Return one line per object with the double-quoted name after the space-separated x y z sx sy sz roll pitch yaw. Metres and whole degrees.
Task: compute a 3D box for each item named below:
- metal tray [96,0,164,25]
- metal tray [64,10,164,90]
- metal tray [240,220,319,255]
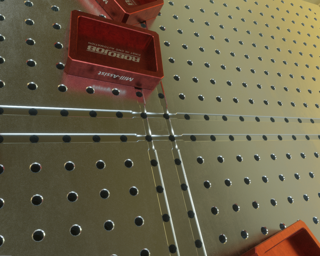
-0.067 -0.231 0.508 0.130 0.030 0.091 50 51 7 "metal tray"
-0.063 -0.108 0.436 0.131 0.030 0.090 8 58 -24 "metal tray"
0.156 0.167 0.357 0.131 0.030 0.090 -3 52 -45 "metal tray"
